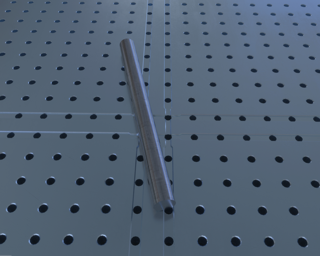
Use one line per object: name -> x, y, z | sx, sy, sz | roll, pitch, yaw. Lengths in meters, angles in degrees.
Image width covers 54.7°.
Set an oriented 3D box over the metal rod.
metal rod -> -0.025, -0.028, 0.431 | 0.025, 0.025, 0.300 | -9, 51, -8
